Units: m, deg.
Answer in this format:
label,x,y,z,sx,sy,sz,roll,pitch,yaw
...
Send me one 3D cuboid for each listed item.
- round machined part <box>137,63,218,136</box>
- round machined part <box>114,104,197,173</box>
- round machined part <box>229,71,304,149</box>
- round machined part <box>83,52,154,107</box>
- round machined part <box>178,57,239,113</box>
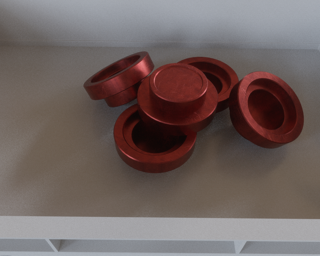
label,x,y,z,sx,sy,sz,roll,pitch,yaw
round machined part,0.021,-0.041,0.374,0.099,0.042,0.098,1,50,-1
round machined part,-0.006,0.014,0.382,0.099,0.042,0.098,1,50,0
round machined part,0.130,-0.020,0.396,0.099,0.042,0.098,9,66,-20
round machined part,-0.051,-0.064,0.428,0.098,0.042,0.098,-23,24,11
round machined part,0.059,-0.055,0.441,0.099,0.042,0.098,0,50,0
